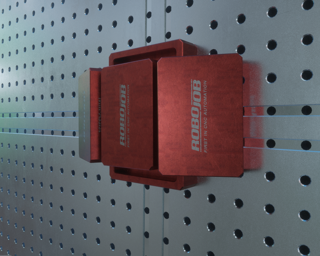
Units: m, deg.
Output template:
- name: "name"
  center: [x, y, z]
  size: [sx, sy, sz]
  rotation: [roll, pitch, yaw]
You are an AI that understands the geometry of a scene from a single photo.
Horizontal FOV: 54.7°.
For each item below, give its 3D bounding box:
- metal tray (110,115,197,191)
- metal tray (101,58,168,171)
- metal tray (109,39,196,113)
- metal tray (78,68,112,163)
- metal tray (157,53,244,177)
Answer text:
- name: "metal tray"
  center: [-0.013, 0.029, 0.415]
  size: [0.130, 0.030, 0.089]
  rotation: [1, 91, 39]
- name: "metal tray"
  center: [-0.034, -0.016, 0.392]
  size: [0.090, 0.030, 0.129]
  rotation: [0, 90, 39]
- name: "metal tray"
  center: [-0.014, -0.062, 0.415]
  size: [0.130, 0.030, 0.089]
  rotation: [1, 91, 39]
- name: "metal tray"
  center: [-0.098, -0.017, 0.461]
  size: [0.090, 0.030, 0.129]
  rotation: [180, 90, -65]
- name: "metal tray"
  center: [0.045, -0.013, 0.343]
  size: [0.090, 0.030, 0.129]
  rotation: [-1, 90, 12]
